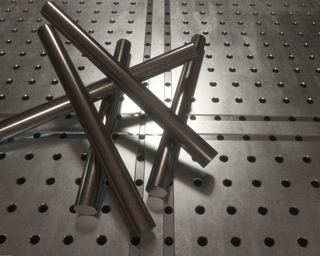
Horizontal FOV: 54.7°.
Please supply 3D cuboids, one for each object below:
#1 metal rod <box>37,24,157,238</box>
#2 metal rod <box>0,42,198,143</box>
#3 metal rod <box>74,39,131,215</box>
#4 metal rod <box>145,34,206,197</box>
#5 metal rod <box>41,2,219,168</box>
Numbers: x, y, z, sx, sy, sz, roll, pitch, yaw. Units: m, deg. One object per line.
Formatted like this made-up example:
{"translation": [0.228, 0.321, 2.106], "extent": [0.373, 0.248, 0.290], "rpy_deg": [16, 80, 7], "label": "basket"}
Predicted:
{"translation": [-0.086, -0.013, 0.373], "extent": [0.025, 0.025, 0.299], "rpy_deg": [-23, 68, -19], "label": "metal rod"}
{"translation": [-0.088, -0.048, 0.416], "extent": [0.302, 0.025, 0.025], "rpy_deg": [-24, 54, -9], "label": "metal rod"}
{"translation": [-0.071, -0.026, 0.428], "extent": [0.025, 0.025, 0.300], "rpy_deg": [3, 50, 2], "label": "metal rod"}
{"translation": [0.031, -0.040, 0.441], "extent": [0.025, 0.025, 0.300], "rpy_deg": [11, 51, 8], "label": "metal rod"}
{"translation": [-0.047, -0.062, 0.394], "extent": [0.300, 0.025, 0.025], "rpy_deg": [43, 61, 12], "label": "metal rod"}
